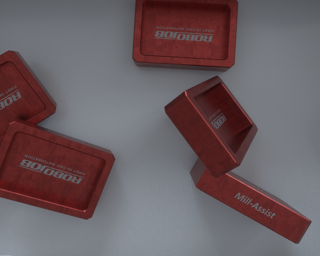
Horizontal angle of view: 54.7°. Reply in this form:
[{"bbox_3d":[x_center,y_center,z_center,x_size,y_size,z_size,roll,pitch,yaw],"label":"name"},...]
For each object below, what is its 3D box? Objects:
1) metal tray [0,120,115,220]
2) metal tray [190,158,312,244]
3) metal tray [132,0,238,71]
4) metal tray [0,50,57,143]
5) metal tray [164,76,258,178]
[{"bbox_3d":[-0.134,0.053,0.387,0.131,0.030,0.090,21,90,-18],"label":"metal tray"},{"bbox_3d":[0.103,0.082,0.379,0.130,0.090,0.030,29,92,-1],"label":"metal tray"},{"bbox_3d":[0.032,-0.125,0.409,0.131,0.030,0.089,3,90,-1],"label":"metal tray"},{"bbox_3d":[-0.209,-0.026,0.385,0.130,0.030,0.090,-34,110,-7],"label":"metal tray"},{"bbox_3d":[0.066,-0.009,0.359,0.030,0.131,0.090,-37,88,30],"label":"metal tray"}]
